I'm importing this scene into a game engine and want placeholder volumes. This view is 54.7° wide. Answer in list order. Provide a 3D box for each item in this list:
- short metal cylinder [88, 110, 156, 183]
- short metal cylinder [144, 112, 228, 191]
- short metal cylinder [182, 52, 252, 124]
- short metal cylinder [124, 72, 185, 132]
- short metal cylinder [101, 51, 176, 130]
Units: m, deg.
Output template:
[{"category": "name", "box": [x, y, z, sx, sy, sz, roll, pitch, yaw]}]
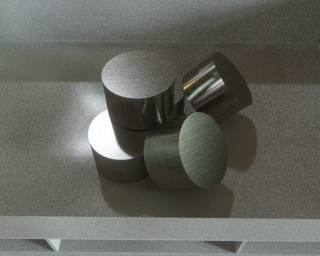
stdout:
[{"category": "short metal cylinder", "box": [-0.041, 0.019, 0.371, 0.081, 0.050, 0.080, 0, 50, 0]}, {"category": "short metal cylinder", "box": [0.029, 0.027, 0.336, 0.050, 0.080, 0.080, -15, 35, 44]}, {"category": "short metal cylinder", "box": [0.075, -0.051, 0.404, 0.080, 0.050, 0.080, 33, 38, -31]}, {"category": "short metal cylinder", "box": [-0.007, -0.038, 0.418, 0.081, 0.050, 0.080, 0, 50, 0]}, {"category": "short metal cylinder", "box": [-0.023, -0.044, 0.357, 0.081, 0.050, 0.080, 0, 50, 0]}]
